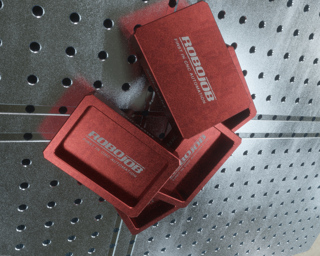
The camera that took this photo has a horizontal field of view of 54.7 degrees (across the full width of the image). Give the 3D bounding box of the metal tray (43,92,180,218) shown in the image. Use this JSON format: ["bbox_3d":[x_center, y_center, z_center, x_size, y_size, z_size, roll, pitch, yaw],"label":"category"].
[{"bbox_3d":[-0.054,0.031,0.359,0.130,0.030,0.090,37,98,-9],"label":"metal tray"}]

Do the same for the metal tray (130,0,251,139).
[{"bbox_3d":[0.035,-0.064,0.350,0.091,0.030,0.129,-27,98,-12],"label":"metal tray"}]

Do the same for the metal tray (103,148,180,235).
[{"bbox_3d":[-0.026,0.090,0.451,0.090,0.030,0.129,-29,129,-10],"label":"metal tray"}]

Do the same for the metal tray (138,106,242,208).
[{"bbox_3d":[0.039,0.041,0.418,0.090,0.030,0.130,33,100,-39],"label":"metal tray"}]

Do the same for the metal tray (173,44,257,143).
[{"bbox_3d":[0.075,-0.041,0.425,0.090,0.030,0.130,-37,130,-4],"label":"metal tray"}]
